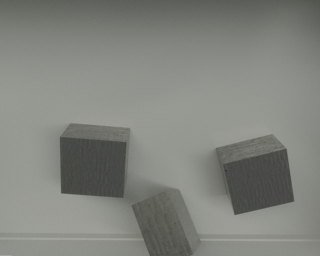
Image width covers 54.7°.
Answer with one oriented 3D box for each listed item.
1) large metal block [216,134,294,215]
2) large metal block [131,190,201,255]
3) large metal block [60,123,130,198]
[{"bbox_3d":[0.128,0.063,0.423,0.080,0.050,0.080,-15,110,5],"label":"large metal block"},{"bbox_3d":[0.011,0.130,0.413,0.050,0.080,0.080,-25,74,8],"label":"large metal block"},{"bbox_3d":[-0.085,0.042,0.412,0.081,0.050,0.079,5,110,-2],"label":"large metal block"}]
